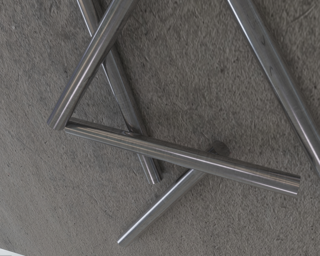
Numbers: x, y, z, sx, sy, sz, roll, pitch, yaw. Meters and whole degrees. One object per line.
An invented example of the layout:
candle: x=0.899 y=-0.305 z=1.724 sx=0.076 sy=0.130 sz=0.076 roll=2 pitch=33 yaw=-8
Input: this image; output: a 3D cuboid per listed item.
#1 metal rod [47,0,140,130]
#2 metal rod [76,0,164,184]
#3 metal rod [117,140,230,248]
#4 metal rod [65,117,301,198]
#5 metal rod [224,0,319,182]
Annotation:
metal rod: x=-0.059 y=-0.105 z=0.344 sx=0.025 sy=0.025 sz=0.298 roll=40 pitch=120 yaw=1
metal rod: x=-0.052 y=-0.055 z=0.400 sx=0.025 sy=0.025 sz=0.298 roll=-5 pitch=116 yaw=30
metal rod: x=0.004 y=0.117 z=0.476 sx=0.025 sy=0.025 sz=0.298 roll=39 pitch=129 yaw=1
metal rod: x=0.011 y=0.030 z=0.385 sx=0.301 sy=0.025 sz=0.025 roll=14 pitch=124 yaw=20
metal rod: x=0.131 y=-0.035 z=0.316 sx=0.025 sy=0.025 sz=0.299 roll=-23 pitch=106 yaw=36
